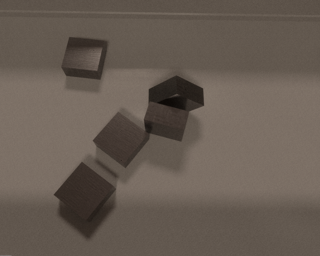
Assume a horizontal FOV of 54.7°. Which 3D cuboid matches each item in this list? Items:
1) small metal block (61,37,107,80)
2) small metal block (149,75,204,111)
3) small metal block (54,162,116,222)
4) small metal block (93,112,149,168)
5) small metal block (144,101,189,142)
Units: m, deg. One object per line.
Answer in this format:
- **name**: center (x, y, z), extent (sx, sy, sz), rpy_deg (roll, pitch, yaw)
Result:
- **small metal block**: center (-0.108, -0.100, 0.445), extent (0.050, 0.025, 0.050), rpy_deg (7, 70, 2)
- **small metal block**: center (0.021, -0.040, 0.400), extent (0.050, 0.050, 0.025), rpy_deg (18, 63, -40)
- **small metal block**: center (-0.091, 0.078, 0.380), extent (0.050, 0.025, 0.050), rpy_deg (35, 73, 11)
- **small metal block**: center (-0.050, 0.016, 0.403), extent (0.050, 0.025, 0.050), rpy_deg (36, 74, 11)
- **small metal block**: center (0.008, -0.007, 0.399), extent (0.050, 0.050, 0.025), rpy_deg (15, 72, 5)
